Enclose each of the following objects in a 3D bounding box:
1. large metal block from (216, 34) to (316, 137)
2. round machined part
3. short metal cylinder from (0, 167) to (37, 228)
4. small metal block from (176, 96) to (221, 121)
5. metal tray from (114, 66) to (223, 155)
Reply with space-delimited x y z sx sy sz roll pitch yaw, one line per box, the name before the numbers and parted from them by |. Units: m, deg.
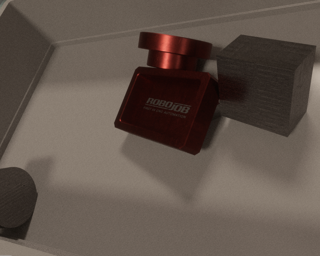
large metal block | 0.111 -0.047 0.332 0.080 0.080 0.050 22 51 35
round machined part | 0.019 -0.101 0.422 0.098 0.099 0.042 19 107 35
short metal cylinder | -0.218 0.096 0.424 0.050 0.080 0.080 -10 57 22
small metal block | 0.050 -0.031 0.398 0.050 0.025 0.050 -29 52 9
metal tray | 0.005 -0.027 0.386 0.130 0.030 0.090 16 83 45
